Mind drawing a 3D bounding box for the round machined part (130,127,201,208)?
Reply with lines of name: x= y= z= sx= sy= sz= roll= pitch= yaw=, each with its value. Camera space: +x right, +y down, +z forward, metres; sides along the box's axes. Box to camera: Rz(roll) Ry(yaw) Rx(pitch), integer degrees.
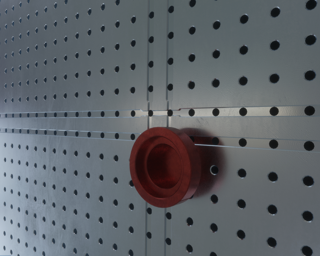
round machined part: x=0.011 y=0.047 z=0.390 sx=0.098 sy=0.042 sz=0.097 roll=0 pitch=90 yaw=40
